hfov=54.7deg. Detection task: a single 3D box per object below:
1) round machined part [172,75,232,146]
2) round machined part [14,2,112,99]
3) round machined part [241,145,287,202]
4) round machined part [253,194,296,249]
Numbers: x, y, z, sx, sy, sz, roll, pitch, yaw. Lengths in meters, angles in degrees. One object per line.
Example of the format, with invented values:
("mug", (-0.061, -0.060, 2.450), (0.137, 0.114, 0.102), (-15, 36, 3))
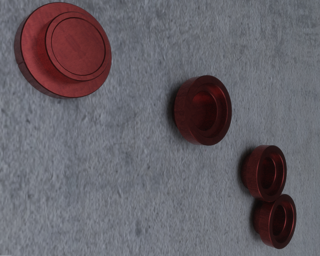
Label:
("round machined part", (0.056, -0.024, 0.443), (0.099, 0.042, 0.097), (0, 90, -40))
("round machined part", (-0.092, -0.080, 0.318), (0.099, 0.042, 0.097), (0, 90, -40))
("round machined part", (0.180, 0.078, 0.549), (0.099, 0.042, 0.097), (0, 90, -40))
("round machined part", (0.209, 0.168, 0.573), (0.099, 0.042, 0.097), (0, 91, -40))
